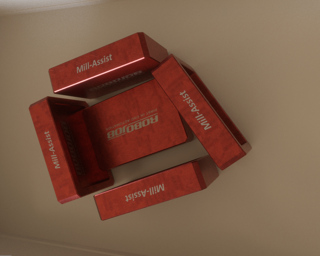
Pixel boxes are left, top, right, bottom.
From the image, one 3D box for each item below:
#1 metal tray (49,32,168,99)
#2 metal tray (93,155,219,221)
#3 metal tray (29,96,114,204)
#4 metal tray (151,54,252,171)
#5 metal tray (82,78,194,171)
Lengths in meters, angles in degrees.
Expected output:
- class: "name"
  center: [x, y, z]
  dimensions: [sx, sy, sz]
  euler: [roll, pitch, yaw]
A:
- class: "metal tray"
  center: [-0.060, -0.073, 0.394]
  dimensions: [0.130, 0.090, 0.030]
  euler: [-17, 85, 19]
- class: "metal tray"
  center: [-0.001, 0.069, 0.373]
  dimensions: [0.130, 0.090, 0.030]
  euler: [-21, 83, 18]
- class: "metal tray"
  center: [-0.114, 0.026, 0.412]
  dimensions: [0.030, 0.090, 0.129]
  euler: [-22, 83, 18]
- class: "metal tray"
  center: [0.051, -0.018, 0.356]
  dimensions: [0.030, 0.090, 0.130]
  euler: [-38, 78, 17]
- class: "metal tray"
  center: [-0.032, -0.004, 0.415]
  dimensions: [0.130, 0.030, 0.090]
  euler: [-21, 83, 18]
